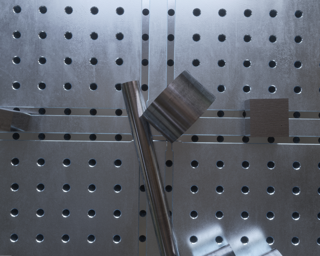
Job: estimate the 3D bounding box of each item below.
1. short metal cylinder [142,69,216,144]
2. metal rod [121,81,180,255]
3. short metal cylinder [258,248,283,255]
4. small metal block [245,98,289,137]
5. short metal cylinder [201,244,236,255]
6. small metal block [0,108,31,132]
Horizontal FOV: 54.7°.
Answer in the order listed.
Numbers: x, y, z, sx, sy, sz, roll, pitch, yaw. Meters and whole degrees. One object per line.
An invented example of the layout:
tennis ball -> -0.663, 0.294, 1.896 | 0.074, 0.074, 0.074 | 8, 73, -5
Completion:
short metal cylinder -> 0.023, -0.026, 0.386 | 0.050, 0.080, 0.080 | 44, 90, -1
metal rod -> -0.006, 0.085, 0.413 | 0.025, 0.025, 0.298 | -13, 90, 0
short metal cylinder -> 0.142, 0.200, 0.387 | 0.050, 0.080, 0.080 | -25, 90, 0
small metal block -> 0.142, -0.013, 0.414 | 0.050, 0.025, 0.050 | -1, 90, 0
short metal cylinder -> 0.082, 0.194, 0.386 | 0.050, 0.080, 0.080 | -24, 90, 0
small metal block -> -0.204, -0.013, 0.399 | 0.050, 0.050, 0.025 | 11, 90, 0
